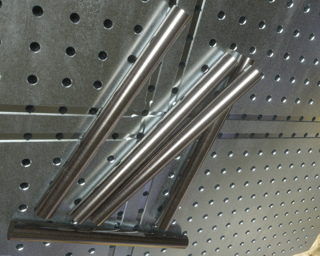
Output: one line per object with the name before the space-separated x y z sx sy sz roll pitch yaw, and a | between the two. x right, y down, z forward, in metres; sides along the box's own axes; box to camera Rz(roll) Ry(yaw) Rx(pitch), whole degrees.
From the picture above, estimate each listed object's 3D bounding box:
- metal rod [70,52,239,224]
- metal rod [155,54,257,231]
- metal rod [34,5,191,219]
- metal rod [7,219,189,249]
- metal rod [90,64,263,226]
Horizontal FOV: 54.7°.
metal rod | -0.010 0.016 0.417 0.300 0.025 0.025 -46 130 3
metal rod | 0.061 0.033 0.467 0.025 0.025 0.298 11 113 -34
metal rod | -0.062 -0.011 0.371 0.025 0.025 0.299 29 102 -38
metal rod | -0.072 0.168 0.477 0.302 0.025 0.025 19 108 -36
metal rod | 0.016 0.028 0.422 0.300 0.025 0.025 -43 130 8
